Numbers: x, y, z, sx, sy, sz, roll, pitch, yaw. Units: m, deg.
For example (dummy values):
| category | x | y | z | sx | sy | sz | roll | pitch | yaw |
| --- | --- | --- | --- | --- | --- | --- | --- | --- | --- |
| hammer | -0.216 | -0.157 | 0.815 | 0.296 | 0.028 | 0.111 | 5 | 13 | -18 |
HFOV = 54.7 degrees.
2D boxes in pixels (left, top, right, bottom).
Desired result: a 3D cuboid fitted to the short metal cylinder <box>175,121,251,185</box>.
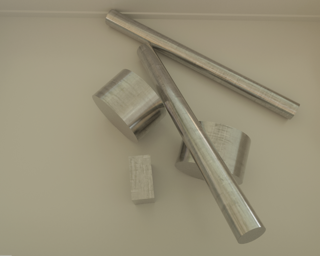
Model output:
| category | x | y | z | sx | sy | sz | roll | pitch | yaw |
| --- | --- | --- | --- | --- | --- | --- | --- | --- | --- |
| short metal cylinder | 0.063 | 0.032 | 0.370 | 0.080 | 0.080 | 0.050 | 16 | 71 | 5 |

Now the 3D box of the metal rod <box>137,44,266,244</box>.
| category | x | y | z | sx | sy | sz | roll | pitch | yaw |
| --- | --- | --- | --- | --- | --- | --- | --- | --- | --- |
| metal rod | 0.026 | -0.013 | 0.351 | 0.025 | 0.025 | 0.300 | -19 | 47 | -7 |

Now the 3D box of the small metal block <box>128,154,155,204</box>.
| category | x | y | z | sx | sy | sz | roll | pitch | yaw |
| --- | --- | --- | --- | --- | --- | --- | --- | --- | --- |
| small metal block | -0.021 | 0.063 | 0.373 | 0.025 | 0.050 | 0.050 | -6 | 70 | -2 |

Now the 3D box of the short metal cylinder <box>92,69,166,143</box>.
| category | x | y | z | sx | sy | sz | roll | pitch | yaw |
| --- | --- | --- | --- | --- | --- | --- | --- | --- | --- |
| short metal cylinder | -0.038 | -0.027 | 0.390 | 0.080 | 0.080 | 0.050 | 42 | 75 | 13 |

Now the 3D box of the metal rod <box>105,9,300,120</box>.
| category | x | y | z | sx | sy | sz | roll | pitch | yaw |
| --- | --- | --- | --- | --- | --- | --- | --- | --- | --- |
| metal rod | 0.054 | -0.095 | 0.445 | 0.301 | 0.025 | 0.025 | 30 | 73 | 10 |
